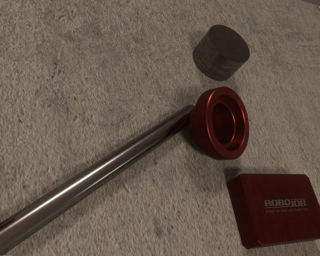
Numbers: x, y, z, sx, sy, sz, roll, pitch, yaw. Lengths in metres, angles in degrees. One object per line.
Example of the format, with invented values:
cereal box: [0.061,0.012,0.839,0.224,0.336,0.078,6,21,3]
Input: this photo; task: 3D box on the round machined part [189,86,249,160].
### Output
round machined part: [0.078,-0.005,0.424,0.099,0.042,0.097,9,77,-43]

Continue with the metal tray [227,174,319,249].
metal tray: [0.162,0.110,0.423,0.131,0.030,0.090,5,60,-26]

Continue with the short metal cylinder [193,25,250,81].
short metal cylinder: [0.103,-0.126,0.522,0.081,0.050,0.080,14,56,-21]

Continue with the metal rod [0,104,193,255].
metal rod: [-0.053,0.042,0.350,0.302,0.025,0.025,-33,81,-38]
